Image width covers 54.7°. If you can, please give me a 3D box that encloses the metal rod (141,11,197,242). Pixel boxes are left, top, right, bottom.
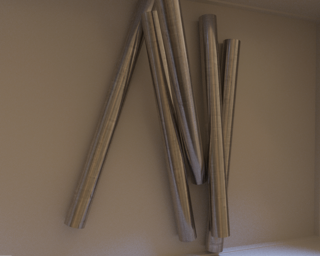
[{"bbox_3d":[0.013,0.005,0.401,0.025,0.025,0.298,-13,100,-20],"label":"metal rod"}]

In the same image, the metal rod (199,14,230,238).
[{"bbox_3d":[0.074,-0.006,0.423,0.025,0.025,0.298,-1,85,-20],"label":"metal rod"}]

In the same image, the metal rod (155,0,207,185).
[{"bbox_3d":[0.025,-0.055,0.357,0.025,0.025,0.298,-24,122,-18],"label":"metal rod"}]

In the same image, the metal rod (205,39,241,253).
[{"bbox_3d":[0.090,0.023,0.443,0.025,0.025,0.298,6,88,-20],"label":"metal rod"}]

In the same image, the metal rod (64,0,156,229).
[{"bbox_3d":[-0.059,-0.025,0.388,0.025,0.025,0.299,19,84,-19],"label":"metal rod"}]
